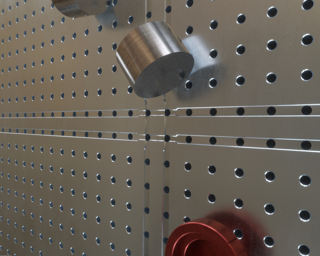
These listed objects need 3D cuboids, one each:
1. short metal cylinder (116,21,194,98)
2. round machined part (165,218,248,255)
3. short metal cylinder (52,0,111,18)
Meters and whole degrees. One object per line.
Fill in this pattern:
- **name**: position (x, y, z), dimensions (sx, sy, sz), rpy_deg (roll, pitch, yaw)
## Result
- **short metal cylinder**: position (-0.006, -0.081, 0.377), dimensions (0.080, 0.081, 0.050), rpy_deg (-44, 64, 31)
- **round machined part**: position (0.057, 0.151, 0.350), dimensions (0.098, 0.042, 0.097), rpy_deg (0, 90, 39)
- **short metal cylinder**: position (-0.120, -0.211, 0.470), dimensions (0.050, 0.081, 0.079), rpy_deg (9, 96, 39)
